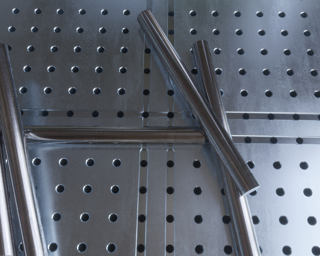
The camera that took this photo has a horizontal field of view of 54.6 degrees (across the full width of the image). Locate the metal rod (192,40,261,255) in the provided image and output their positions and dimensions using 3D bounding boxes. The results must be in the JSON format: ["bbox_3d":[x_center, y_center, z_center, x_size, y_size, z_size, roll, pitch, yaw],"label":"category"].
[{"bbox_3d":[0.082,0.017,0.405,0.025,0.025,0.299,-8,70,-3],"label":"metal rod"}]

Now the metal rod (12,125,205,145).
[{"bbox_3d":[-0.093,0.009,0.407,0.302,0.025,0.025,0,70,0],"label":"metal rod"}]

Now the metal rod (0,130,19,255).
[{"bbox_3d":[-0.184,0.098,0.358,0.025,0.025,0.299,-13,77,-5],"label":"metal rod"}]

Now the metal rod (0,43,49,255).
[{"bbox_3d":[-0.171,0.037,0.375,0.025,0.025,0.299,-15,79,-5],"label":"metal rod"}]

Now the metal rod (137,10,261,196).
[{"bbox_3d":[0.040,-0.049,0.413,0.025,0.025,0.299,-24,66,-8],"label":"metal rod"}]
